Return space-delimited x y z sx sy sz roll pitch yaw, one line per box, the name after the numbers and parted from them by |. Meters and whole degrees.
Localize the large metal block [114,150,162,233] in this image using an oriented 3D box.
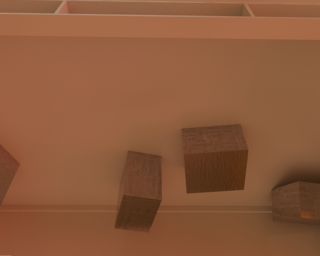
-0.031 0.092 0.451 0.050 0.080 0.079 10 129 -9 | large metal block

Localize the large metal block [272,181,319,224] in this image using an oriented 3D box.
0.229 0.117 0.473 0.081 0.050 0.080 7 159 -6 | large metal block

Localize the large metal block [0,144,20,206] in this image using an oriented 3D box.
-0.250 0.059 0.421 0.050 0.080 0.080 -17 128 13 | large metal block

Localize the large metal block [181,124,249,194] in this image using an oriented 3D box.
0.074 0.044 0.430 0.080 0.050 0.080 -5 130 4 | large metal block
